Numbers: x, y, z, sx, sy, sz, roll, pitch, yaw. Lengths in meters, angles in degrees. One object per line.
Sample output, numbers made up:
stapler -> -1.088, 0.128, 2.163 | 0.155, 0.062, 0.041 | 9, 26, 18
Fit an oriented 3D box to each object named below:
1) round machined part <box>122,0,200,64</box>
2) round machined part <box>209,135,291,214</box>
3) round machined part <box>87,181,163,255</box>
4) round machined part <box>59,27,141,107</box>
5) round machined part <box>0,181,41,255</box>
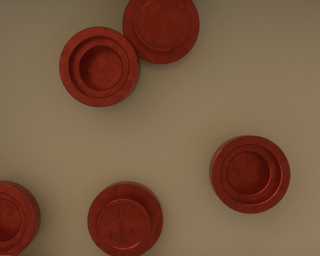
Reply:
round machined part -> 0.001, -0.130, 0.394 | 0.099, 0.042, 0.097 | 0, 102, -1
round machined part -> 0.113, 0.058, 0.405 | 0.099, 0.042, 0.097 | 0, 90, -1
round machined part -> -0.045, 0.121, 0.402 | 0.099, 0.042, 0.097 | 0, 90, -1
round machined part -> -0.074, -0.076, 0.398 | 0.099, 0.042, 0.097 | 0, 94, 4
round machined part -> -0.203, 0.116, 0.400 | 0.099, 0.042, 0.097 | 0, 90, -1
